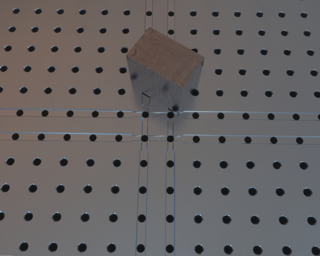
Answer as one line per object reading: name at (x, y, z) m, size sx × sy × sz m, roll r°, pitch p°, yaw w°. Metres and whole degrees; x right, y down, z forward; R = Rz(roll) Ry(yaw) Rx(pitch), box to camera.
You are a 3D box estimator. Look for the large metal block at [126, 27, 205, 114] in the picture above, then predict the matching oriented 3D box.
large metal block at (0.007, -0.073, 0.409) m, size 0.080 × 0.080 × 0.050 m, roll 32°, pitch 73°, yaw 11°
